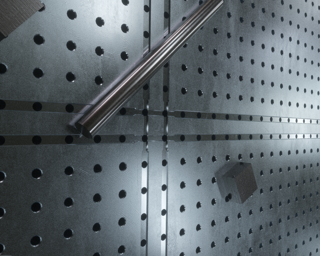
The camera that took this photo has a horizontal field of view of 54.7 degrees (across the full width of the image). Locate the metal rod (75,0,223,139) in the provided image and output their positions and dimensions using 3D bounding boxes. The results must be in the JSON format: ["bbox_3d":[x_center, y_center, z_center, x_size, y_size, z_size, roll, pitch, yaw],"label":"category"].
[{"bbox_3d":[0.002,-0.098,0.412,0.301,0.025,0.025,-50,120,-29],"label":"metal rod"}]

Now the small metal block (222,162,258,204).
[{"bbox_3d":[0.137,0.093,0.527,0.050,0.025,0.050,-31,109,-36],"label":"small metal block"}]

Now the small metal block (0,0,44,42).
[{"bbox_3d":[-0.148,-0.117,0.286,0.050,0.025,0.050,50,60,-29],"label":"small metal block"}]
